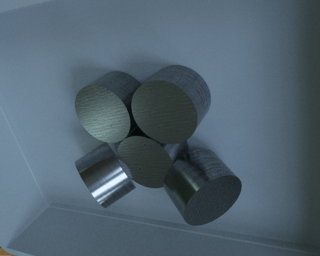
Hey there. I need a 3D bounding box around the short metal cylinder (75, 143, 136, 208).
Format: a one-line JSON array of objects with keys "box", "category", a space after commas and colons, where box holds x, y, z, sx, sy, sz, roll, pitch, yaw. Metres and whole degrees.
[{"box": [-0.077, 0.067, 0.444, 0.050, 0.080, 0.080, -33, 104, -7], "category": "short metal cylinder"}]

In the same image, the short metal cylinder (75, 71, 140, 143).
[{"box": [-0.062, -0.028, 0.403, 0.080, 0.050, 0.079, 13, 124, 20], "category": "short metal cylinder"}]

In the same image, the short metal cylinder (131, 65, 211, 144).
[{"box": [0.014, -0.028, 0.365, 0.080, 0.050, 0.079, 13, 124, 20], "category": "short metal cylinder"}]

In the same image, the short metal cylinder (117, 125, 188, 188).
[{"box": [-0.009, 0.033, 0.412, 0.080, 0.050, 0.079, 13, 124, 20], "category": "short metal cylinder"}]

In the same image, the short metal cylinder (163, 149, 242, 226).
[{"box": [0.052, 0.072, 0.379, 0.050, 0.081, 0.079, 51, 143, 46], "category": "short metal cylinder"}]
